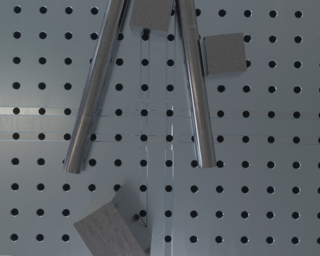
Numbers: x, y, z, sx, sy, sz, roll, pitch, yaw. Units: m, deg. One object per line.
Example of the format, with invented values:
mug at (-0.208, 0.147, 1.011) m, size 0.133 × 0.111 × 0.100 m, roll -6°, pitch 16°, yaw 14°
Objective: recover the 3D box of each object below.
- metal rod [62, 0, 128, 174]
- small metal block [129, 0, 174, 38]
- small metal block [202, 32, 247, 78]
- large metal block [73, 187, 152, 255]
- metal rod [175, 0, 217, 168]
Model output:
metal rod at (-0.078, -0.087, 0.412) m, size 0.025 × 0.025 × 0.298 m, roll 15°, pitch 90°, yaw 0°
small metal block at (-0.010, -0.153, 0.413) m, size 0.050 × 0.025 × 0.050 m, roll 11°, pitch 90°, yaw 0°
small metal block at (0.085, -0.097, 0.414) m, size 0.050 × 0.025 × 0.050 m, roll -6°, pitch 90°, yaw 0°
large metal block at (-0.054, 0.128, 0.385) m, size 0.050 × 0.080 × 0.080 m, roll -32°, pitch 90°, yaw 0°
metal rod at (0.043, -0.096, 0.413) m, size 0.025 × 0.025 × 0.298 m, roll -8°, pitch 90°, yaw 0°
